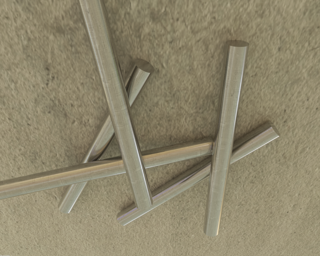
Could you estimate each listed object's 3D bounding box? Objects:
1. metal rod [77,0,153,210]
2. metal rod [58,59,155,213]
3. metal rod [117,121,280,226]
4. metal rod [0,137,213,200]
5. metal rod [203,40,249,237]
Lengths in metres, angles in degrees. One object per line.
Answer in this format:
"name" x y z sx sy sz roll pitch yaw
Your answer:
"metal rod" -0.047 -0.023 0.353 0.025 0.025 0.298 -8 120 6
"metal rod" -0.087 0.031 0.432 0.025 0.025 0.298 22 127 -18
"metal rod" 0.043 0.080 0.475 0.299 0.025 0.025 -36 122 26
"metal rod" -0.075 0.055 0.422 0.302 0.025 0.025 -12 130 -3
"metal rod" 0.082 0.035 0.411 0.025 0.025 0.298 0 122 -1
